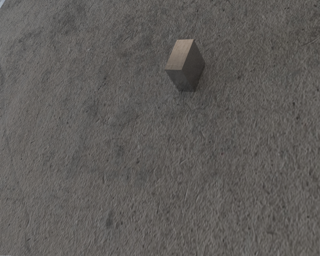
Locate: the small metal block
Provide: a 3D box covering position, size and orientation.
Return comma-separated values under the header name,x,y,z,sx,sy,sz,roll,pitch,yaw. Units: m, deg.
name,x,y,z,sx,sy,sz,roll,pitch,yaw
small metal block,0.035,-0.084,0.422,0.025,0.050,0.050,8,66,32
